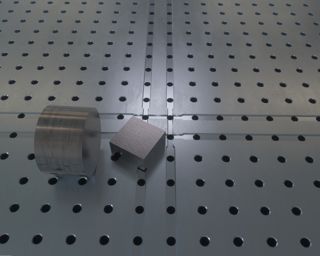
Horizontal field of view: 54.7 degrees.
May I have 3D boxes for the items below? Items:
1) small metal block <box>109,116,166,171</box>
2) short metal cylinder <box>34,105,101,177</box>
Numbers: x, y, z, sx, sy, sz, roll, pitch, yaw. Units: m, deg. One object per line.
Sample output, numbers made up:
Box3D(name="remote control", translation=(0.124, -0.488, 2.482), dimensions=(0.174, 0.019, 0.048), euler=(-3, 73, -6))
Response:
Box3D(name="small metal block", translation=(-0.027, 0.018, 0.392), dimensions=(0.050, 0.025, 0.050), euler=(25, 54, 19))
Box3D(name="short metal cylinder", translation=(-0.103, 0.015, 0.359), dimensions=(0.050, 0.080, 0.080), euler=(3, 50, 3))
